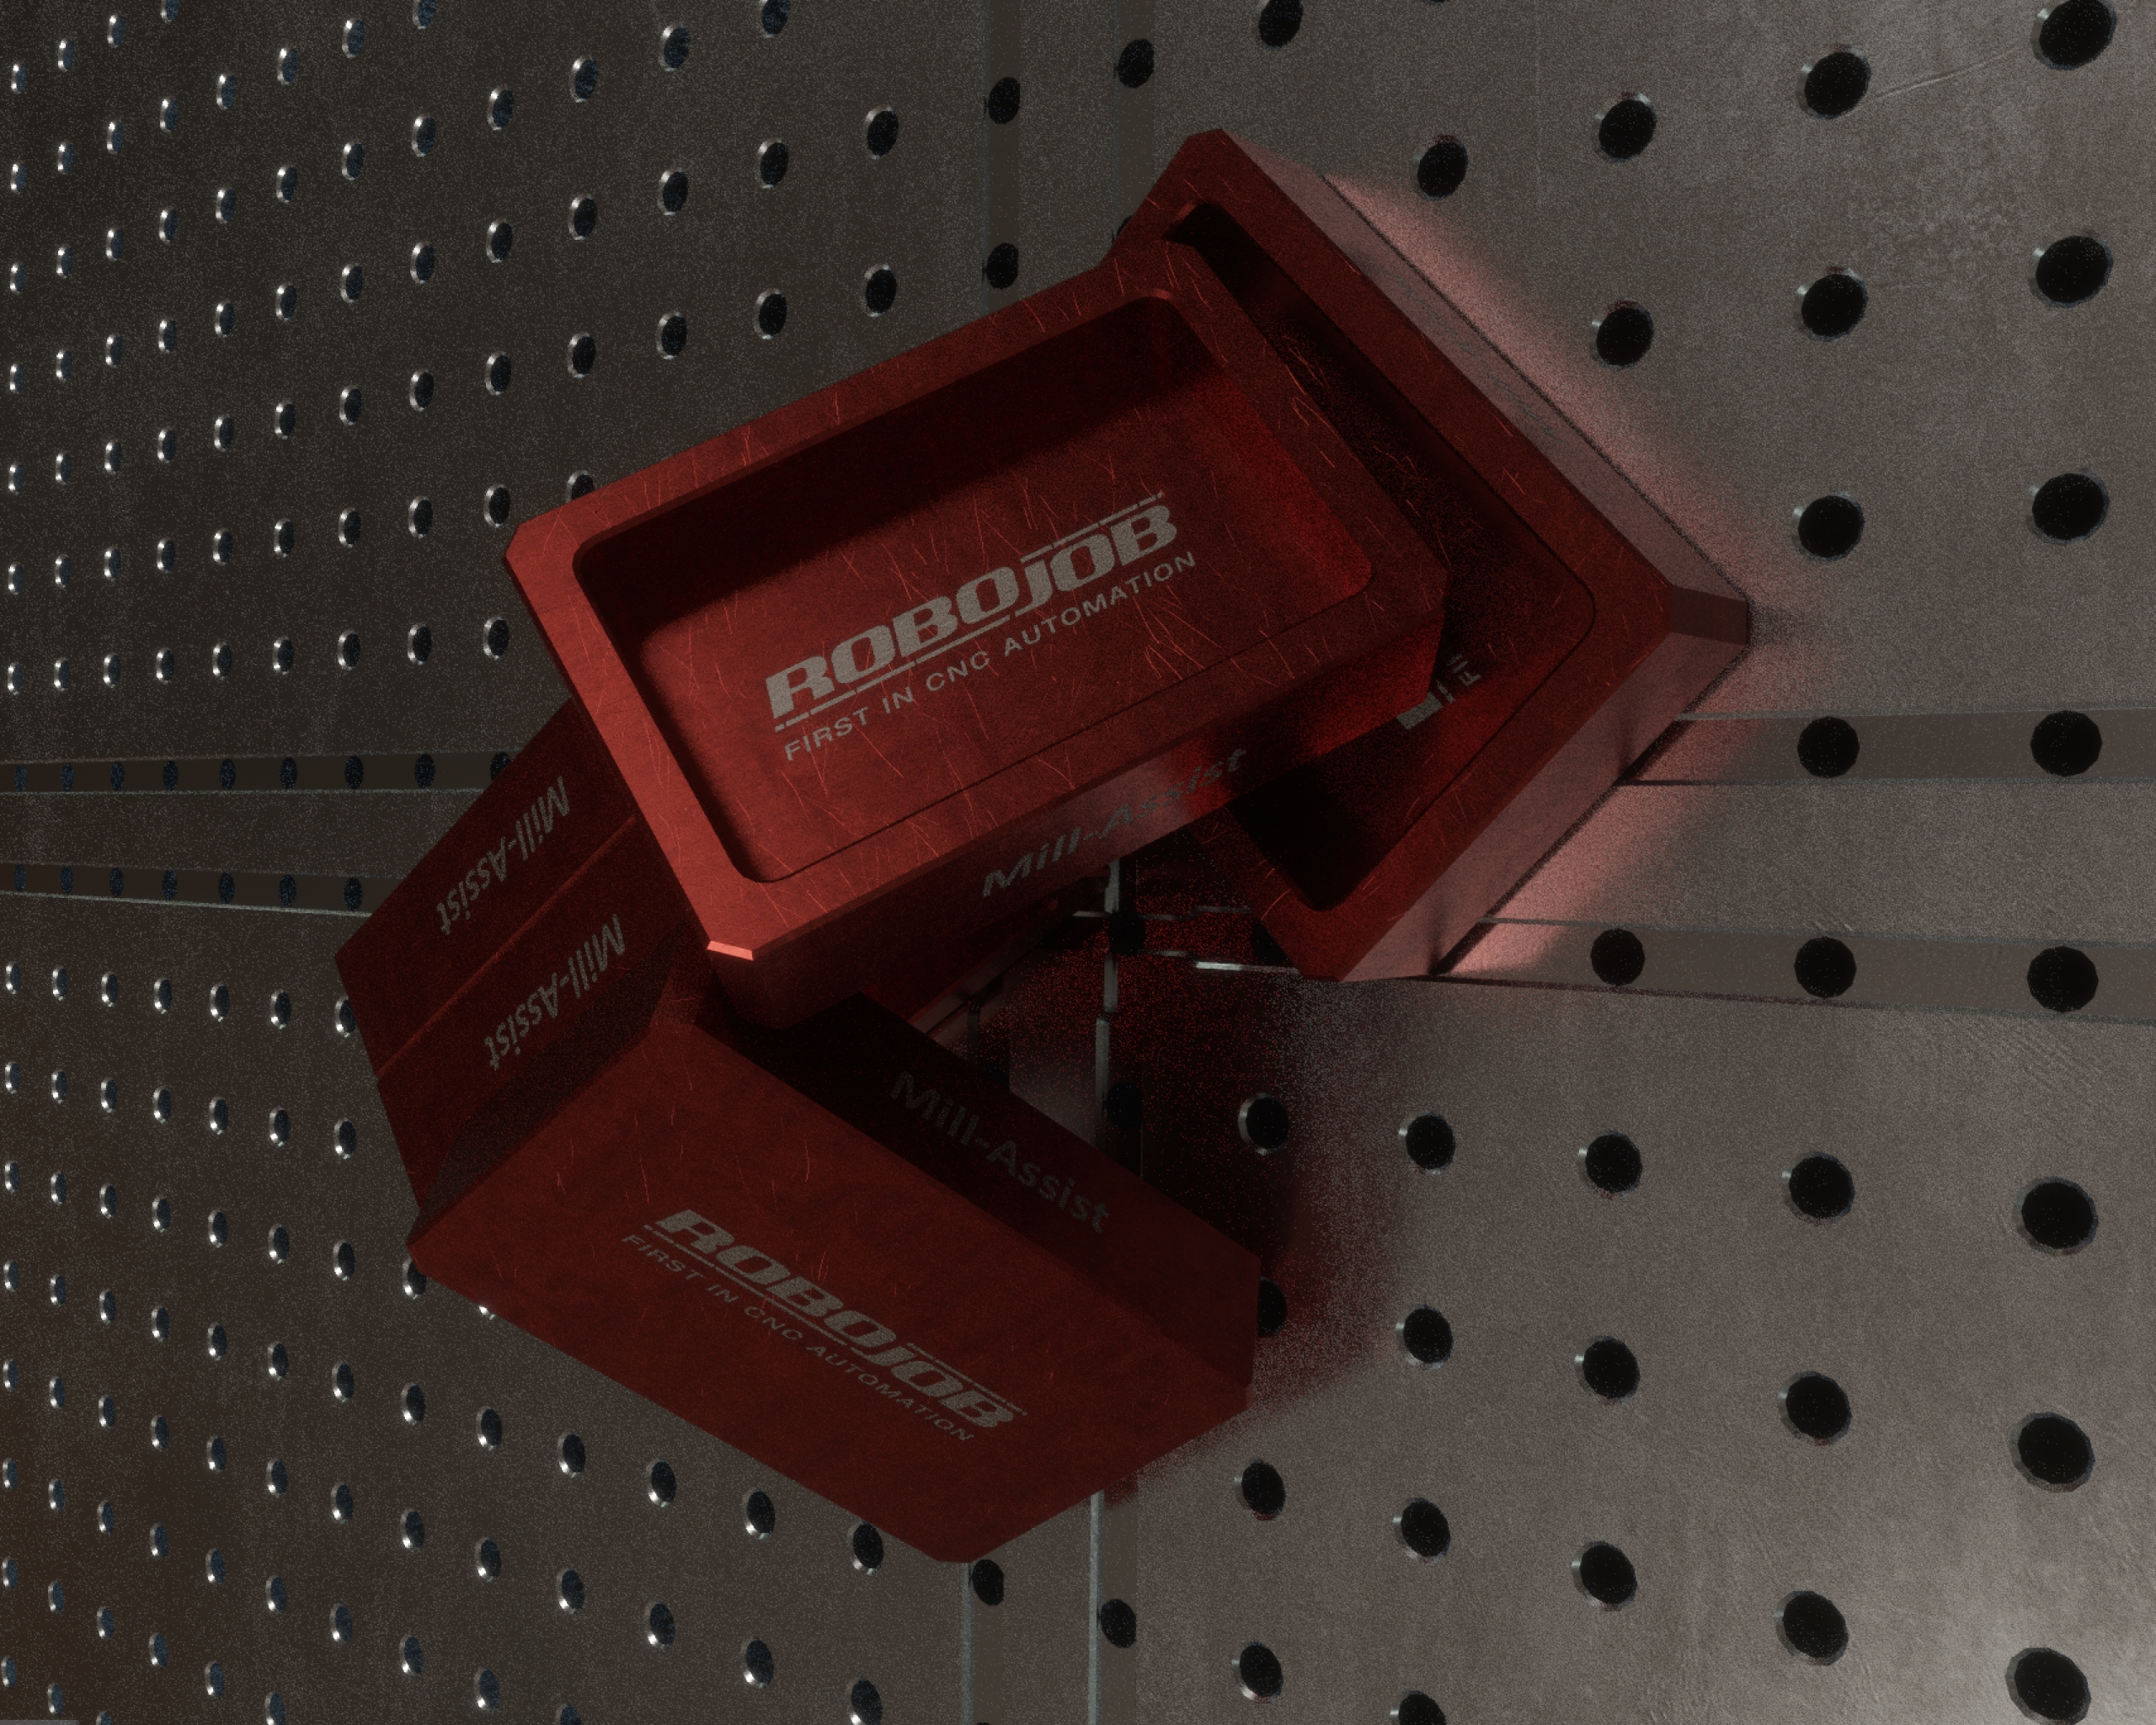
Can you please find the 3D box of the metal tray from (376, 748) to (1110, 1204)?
[{"bbox_3d":[-0.067,0.024,0.418,0.130,0.091,0.030,-39,66,32],"label":"metal tray"}]

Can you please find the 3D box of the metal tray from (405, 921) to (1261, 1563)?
[{"bbox_3d":[-0.042,0.073,0.382,0.090,0.130,0.030,-39,25,33],"label":"metal tray"}]

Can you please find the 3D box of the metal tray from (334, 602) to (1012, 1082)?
[{"bbox_3d":[-0.080,-0.001,0.430,0.130,0.091,0.030,-39,66,32],"label":"metal tray"}]

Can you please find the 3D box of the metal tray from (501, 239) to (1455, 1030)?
[{"bbox_3d":[-0.016,-0.041,0.347,0.131,0.030,0.090,-27,66,-11],"label":"metal tray"}]

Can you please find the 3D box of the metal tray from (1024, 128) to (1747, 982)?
[{"bbox_3d":[0.041,-0.054,0.369,0.090,0.030,0.130,-51,61,27],"label":"metal tray"}]
